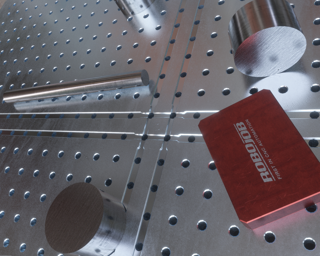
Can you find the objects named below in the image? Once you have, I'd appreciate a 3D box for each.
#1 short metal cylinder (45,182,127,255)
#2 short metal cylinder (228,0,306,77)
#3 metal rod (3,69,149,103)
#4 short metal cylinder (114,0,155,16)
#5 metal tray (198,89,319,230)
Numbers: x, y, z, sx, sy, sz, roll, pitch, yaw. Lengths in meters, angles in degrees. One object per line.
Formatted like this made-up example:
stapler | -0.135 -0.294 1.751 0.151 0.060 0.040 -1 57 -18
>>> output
short metal cylinder | -0.088 0.111 0.370 0.080 0.050 0.080 -13 56 21
short metal cylinder | 0.126 -0.107 0.372 0.080 0.080 0.050 -15 56 20
metal rod | -0.157 -0.068 0.532 0.300 0.025 0.025 -3 60 26
short metal cylinder | -0.051 -0.259 0.578 0.080 0.050 0.080 -13 56 21
metal tray | 0.106 0.029 0.332 0.090 0.030 0.130 -27 52 11
